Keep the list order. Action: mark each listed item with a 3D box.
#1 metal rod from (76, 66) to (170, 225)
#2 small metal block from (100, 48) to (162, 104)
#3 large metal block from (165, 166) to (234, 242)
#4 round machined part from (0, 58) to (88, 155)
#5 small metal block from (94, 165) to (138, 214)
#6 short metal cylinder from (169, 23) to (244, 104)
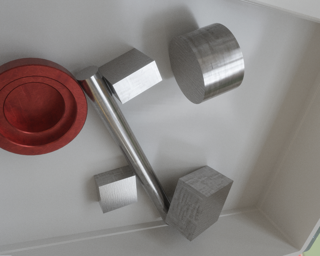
[{"bbox_3d":[-0.028,0.047,0.416,0.025,0.025,0.299,-32,131,-8],"label":"metal rod"},{"bbox_3d":[-0.034,-0.058,0.338,0.050,0.050,0.025,-33,130,-11],"label":"small metal block"},{"bbox_3d":[0.061,0.113,0.478,0.081,0.050,0.079,-13,125,-50],"label":"large metal block"},{"bbox_3d":[-0.127,-0.024,0.314,0.099,0.042,0.097,-14,125,-21],"label":"round machined part"},{"bbox_3d":[-0.061,0.085,0.429,0.050,0.025,0.050,-15,125,-20],"label":"small metal block"},{"bbox_3d":[0.051,-0.074,0.357,0.050,0.080,0.080,-23,127,-15],"label":"short metal cylinder"}]
